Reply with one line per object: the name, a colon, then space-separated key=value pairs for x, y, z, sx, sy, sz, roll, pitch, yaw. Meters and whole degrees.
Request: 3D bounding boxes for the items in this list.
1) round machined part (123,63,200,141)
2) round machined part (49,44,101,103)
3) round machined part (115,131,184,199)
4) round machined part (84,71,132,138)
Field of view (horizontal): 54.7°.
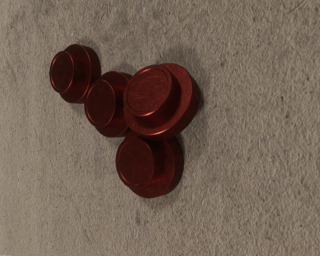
round machined part: x=-0.005 y=-0.037 z=0.374 sx=0.098 sy=0.042 sz=0.098 roll=-14 pitch=61 yaw=27
round machined part: x=-0.146 y=-0.090 z=0.511 sx=0.098 sy=0.042 sz=0.097 roll=0 pitch=90 yaw=39
round machined part: x=-0.021 y=0.044 z=0.409 sx=0.098 sy=0.042 sz=0.097 roll=0 pitch=90 yaw=39
round machined part: x=-0.073 y=-0.034 z=0.452 sx=0.098 sy=0.042 sz=0.097 roll=0 pitch=90 yaw=39
